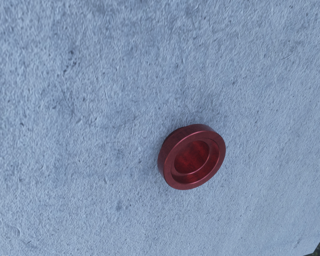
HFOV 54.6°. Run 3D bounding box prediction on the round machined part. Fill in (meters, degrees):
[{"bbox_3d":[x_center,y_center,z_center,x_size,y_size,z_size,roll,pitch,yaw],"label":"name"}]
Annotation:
[{"bbox_3d":[0.041,0.036,0.440,0.099,0.042,0.097,-14,124,-21],"label":"round machined part"}]
